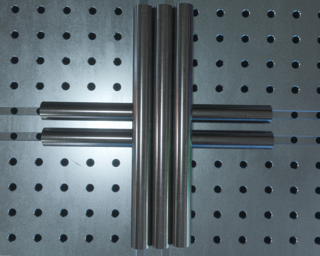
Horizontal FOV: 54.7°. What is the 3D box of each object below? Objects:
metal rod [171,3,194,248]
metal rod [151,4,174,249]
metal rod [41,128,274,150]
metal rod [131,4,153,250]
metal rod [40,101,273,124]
[{"bbox_3d":[0.028,-0.003,0.389,0.025,0.025,0.298,1,90,-1],"label":"metal rod"},{"bbox_3d":[0.003,-0.002,0.389,0.025,0.025,0.298,1,90,-1],"label":"metal rod"},{"bbox_3d":[-0.002,0.014,0.414,0.302,0.025,0.025,1,90,-1],"label":"metal rod"},{"bbox_3d":[-0.022,-0.001,0.388,0.025,0.025,0.298,1,90,-1],"label":"metal rod"},{"bbox_3d":[-0.004,-0.021,0.413,0.302,0.025,0.025,1,90,-1],"label":"metal rod"}]
